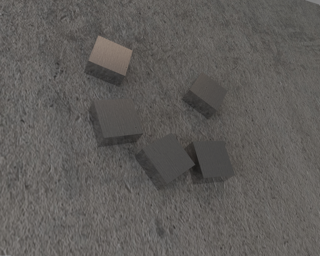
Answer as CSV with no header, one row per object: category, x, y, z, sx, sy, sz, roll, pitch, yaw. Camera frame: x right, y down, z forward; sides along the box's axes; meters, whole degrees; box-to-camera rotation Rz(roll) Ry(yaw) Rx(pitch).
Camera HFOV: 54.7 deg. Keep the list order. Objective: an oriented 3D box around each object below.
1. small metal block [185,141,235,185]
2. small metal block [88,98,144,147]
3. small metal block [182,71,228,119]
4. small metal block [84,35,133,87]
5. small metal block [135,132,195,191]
small metal block,0.065,0.045,0.411,0.050,0.025,0.050,0,62,-28
small metal block,-0.054,-0.007,0.379,0.050,0.025,0.050,-6,65,-31
small metal block,0.069,-0.050,0.471,0.050,0.025,0.050,37,51,-4
small metal block,-0.070,-0.091,0.421,0.050,0.025,0.050,21,54,-16
small metal block,0.006,0.041,0.382,0.050,0.025,0.050,-28,77,-37
